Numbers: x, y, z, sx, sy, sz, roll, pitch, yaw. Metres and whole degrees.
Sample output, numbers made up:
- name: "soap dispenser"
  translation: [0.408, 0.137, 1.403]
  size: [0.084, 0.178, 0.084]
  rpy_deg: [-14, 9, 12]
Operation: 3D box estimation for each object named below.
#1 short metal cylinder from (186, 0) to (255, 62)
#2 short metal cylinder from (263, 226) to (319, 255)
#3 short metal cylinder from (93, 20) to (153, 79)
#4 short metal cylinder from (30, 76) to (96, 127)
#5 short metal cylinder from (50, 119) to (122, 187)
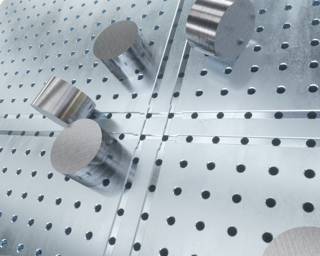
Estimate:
- name: "short metal cylinder"
  translation: [0.081, -0.135, 0.412]
  size: [0.050, 0.080, 0.080]
  rpy_deg: [35, 81, 38]
- name: "short metal cylinder"
  translation: [0.125, 0.126, 0.249]
  size: [0.080, 0.050, 0.080]
  rpy_deg: [-13, 56, 21]
- name: "short metal cylinder"
  translation: [-0.059, -0.125, 0.499]
  size: [0.080, 0.050, 0.080]
  rpy_deg: [-13, 56, 20]
- name: "short metal cylinder"
  translation: [-0.145, -0.034, 0.467]
  size: [0.080, 0.080, 0.050]
  rpy_deg: [20, 72, 35]
- name: "short metal cylinder"
  translation: [-0.099, 0.034, 0.422]
  size: [0.080, 0.050, 0.080]
  rpy_deg: [-13, 56, 20]
